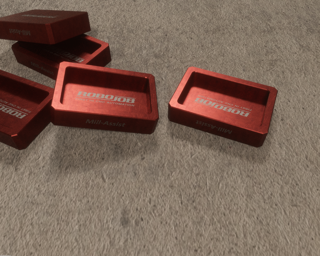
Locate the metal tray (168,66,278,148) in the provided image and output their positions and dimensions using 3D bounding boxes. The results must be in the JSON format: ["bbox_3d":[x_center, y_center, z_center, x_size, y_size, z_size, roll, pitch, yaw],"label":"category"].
[{"bbox_3d":[0.087,-0.033,0.428,0.130,0.030,0.090,17,52,13],"label":"metal tray"}]

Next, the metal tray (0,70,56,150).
[{"bbox_3d":[-0.213,-0.031,0.423,0.130,0.030,0.090,20,53,15],"label":"metal tray"}]

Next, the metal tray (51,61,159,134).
[{"bbox_3d":[-0.071,-0.041,0.412,0.131,0.030,0.090,6,49,-14],"label":"metal tray"}]

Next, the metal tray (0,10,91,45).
[{"bbox_3d":[-0.192,-0.168,0.506,0.130,0.030,0.090,13,35,27],"label":"metal tray"}]

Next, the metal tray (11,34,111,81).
[{"bbox_3d":[-0.157,-0.121,0.499,0.130,0.030,0.090,25,54,19],"label":"metal tray"}]
